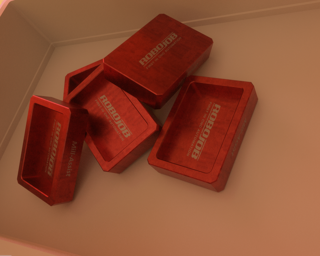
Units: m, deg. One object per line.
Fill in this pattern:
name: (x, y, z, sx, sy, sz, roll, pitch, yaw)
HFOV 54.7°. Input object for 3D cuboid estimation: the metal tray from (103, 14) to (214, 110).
metal tray: (0.000, -0.093, 0.412, 0.090, 0.030, 0.131, 33, 59, 15)

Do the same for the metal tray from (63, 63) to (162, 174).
metal tray: (-0.064, -0.016, 0.414, 0.090, 0.030, 0.130, -41, 66, 8)

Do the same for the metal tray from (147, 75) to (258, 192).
metal tray: (0.052, 0.001, 0.371, 0.090, 0.030, 0.130, 13, 68, 33)

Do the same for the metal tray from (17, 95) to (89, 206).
metal tray: (-0.148, 0.028, 0.421, 0.090, 0.030, 0.129, 19, 100, 35)

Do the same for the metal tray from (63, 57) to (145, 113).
metal tray: (-0.089, -0.065, 0.485, 0.130, 0.030, 0.090, -19, 54, 16)
